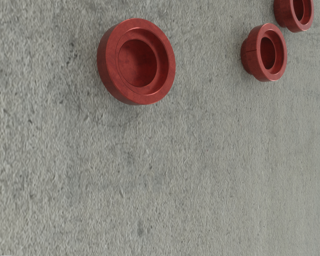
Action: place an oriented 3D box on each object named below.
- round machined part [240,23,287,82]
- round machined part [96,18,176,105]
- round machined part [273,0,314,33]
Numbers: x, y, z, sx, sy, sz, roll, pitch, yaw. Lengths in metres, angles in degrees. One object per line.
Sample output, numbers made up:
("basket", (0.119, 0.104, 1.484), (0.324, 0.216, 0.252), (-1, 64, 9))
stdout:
("round machined part", (0.178, -0.129, 0.542), (0.099, 0.042, 0.097), (0, 90, -40))
("round machined part", (-0.031, -0.075, 0.367), (0.099, 0.042, 0.097), (0, 90, -40))
("round machined part", (0.261, -0.237, 0.611), (0.099, 0.042, 0.097), (0, 90, -40))
